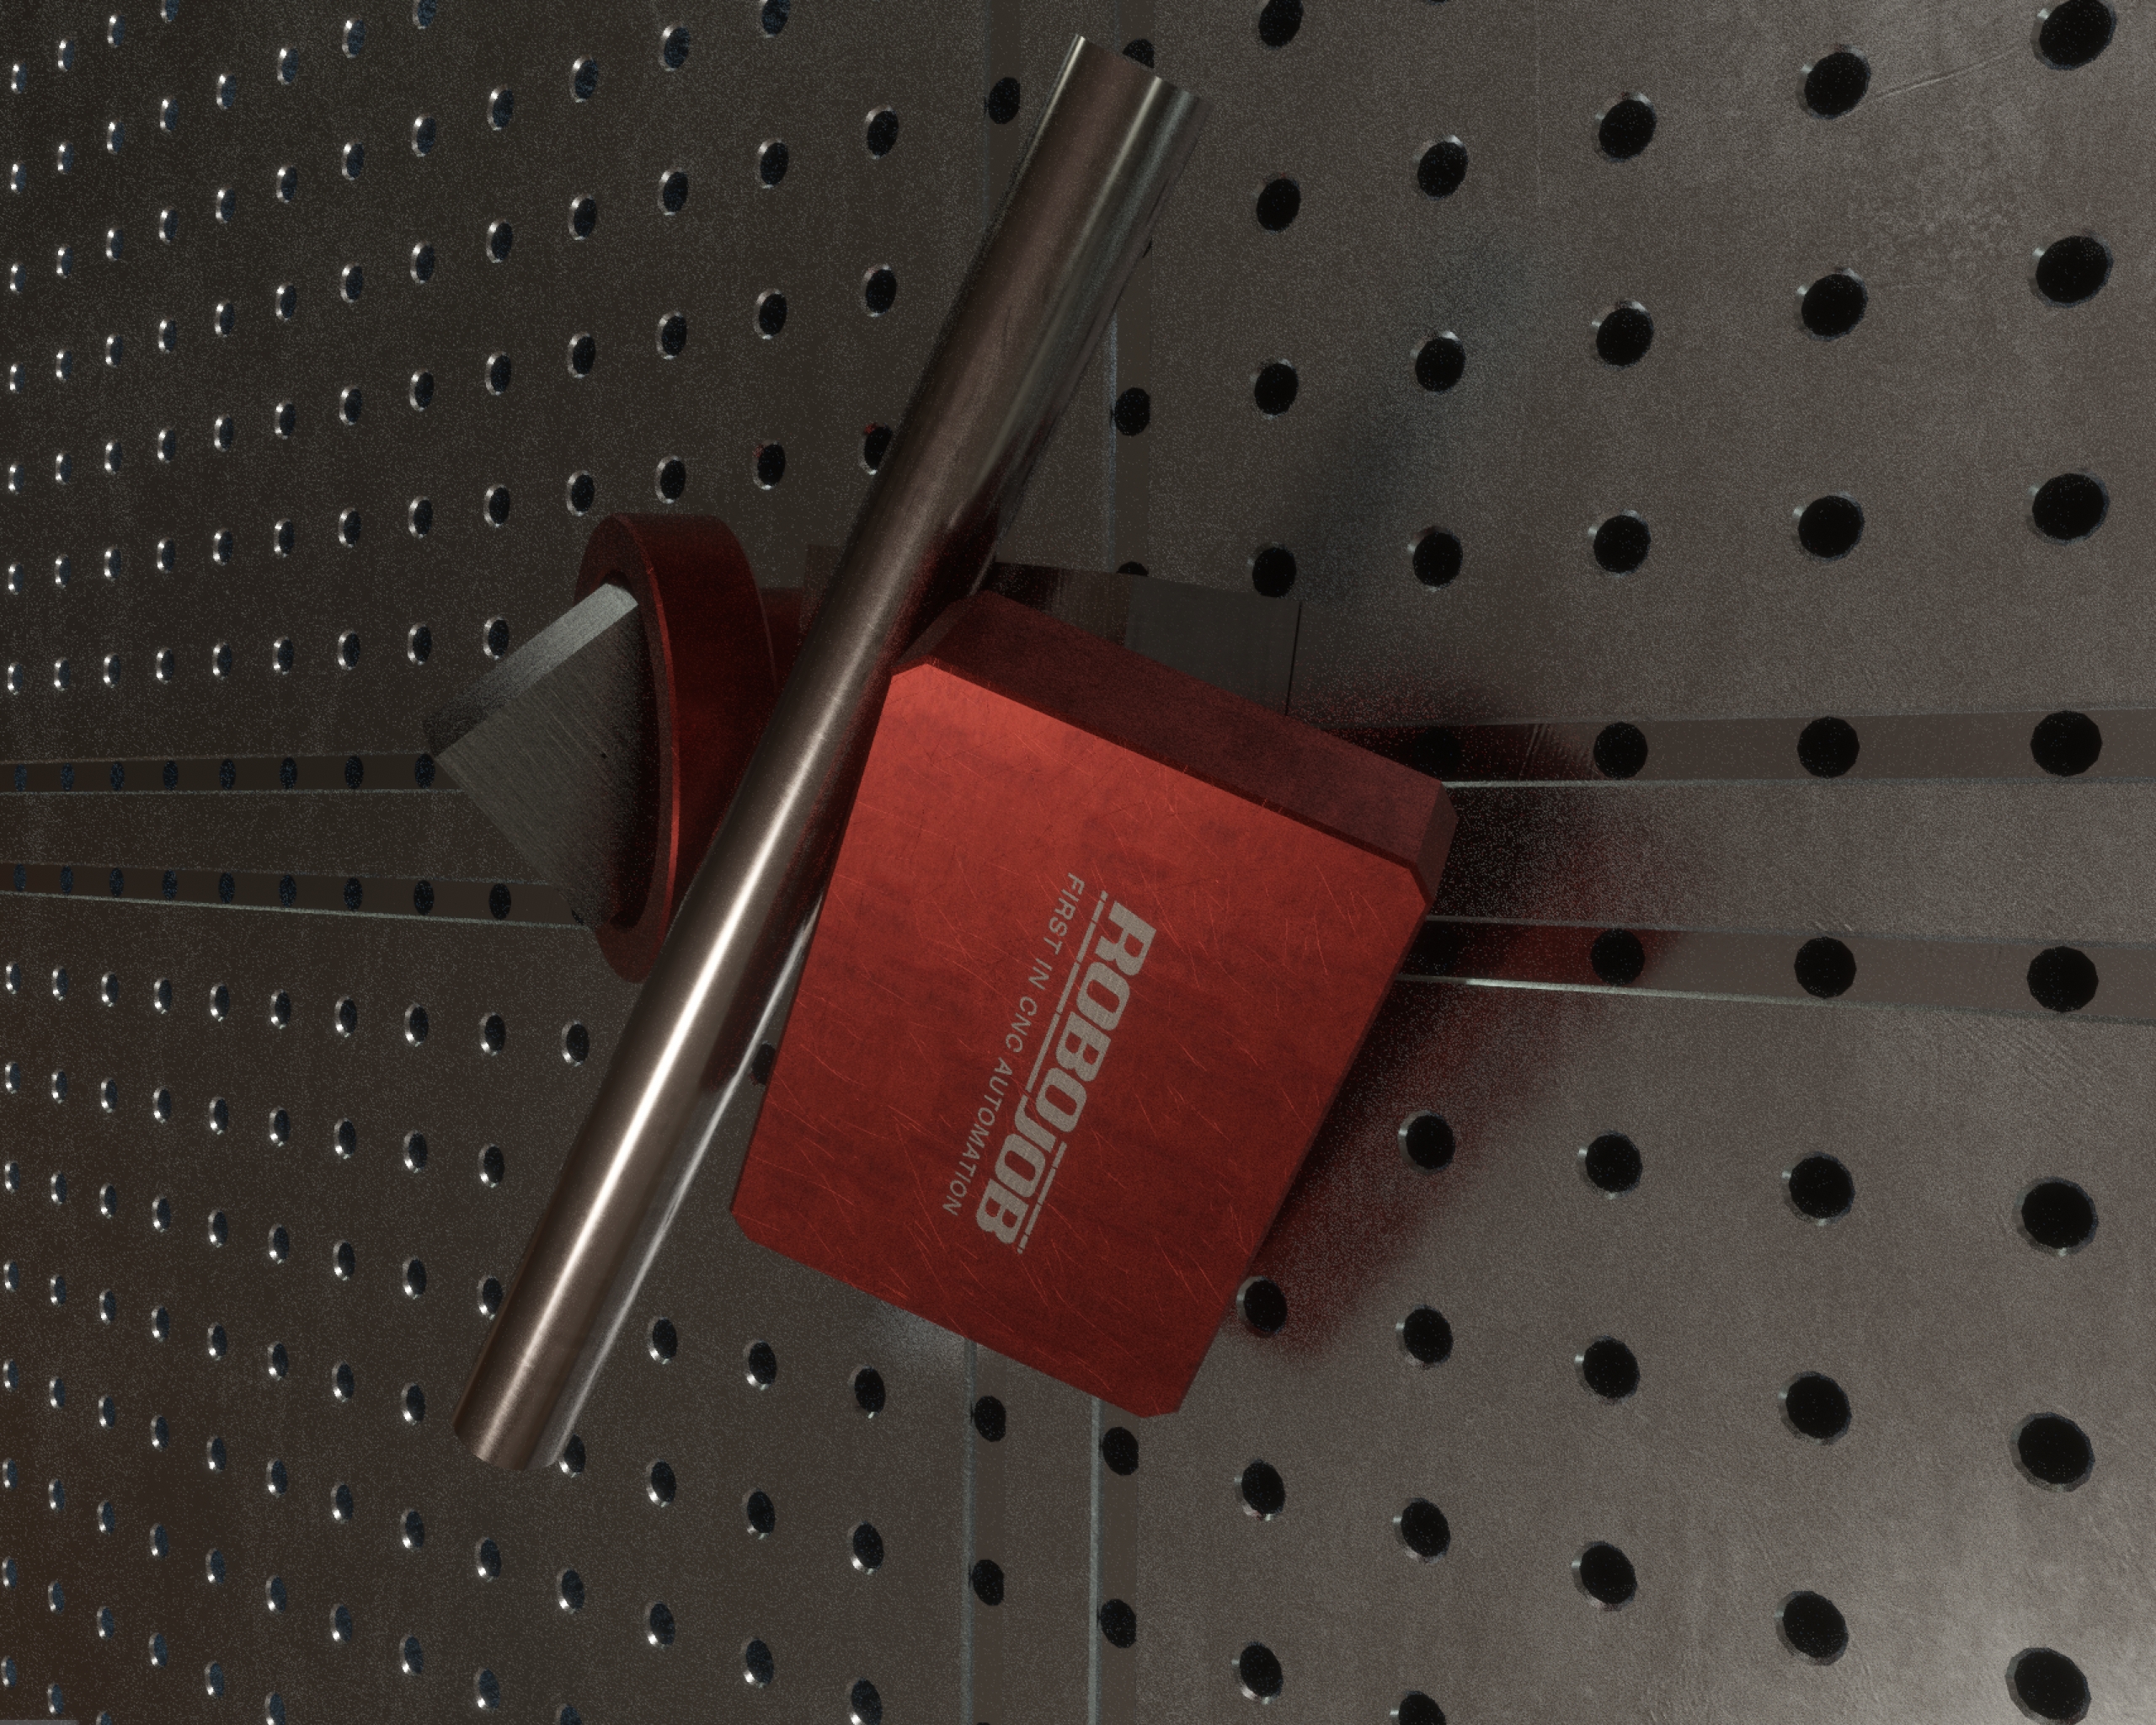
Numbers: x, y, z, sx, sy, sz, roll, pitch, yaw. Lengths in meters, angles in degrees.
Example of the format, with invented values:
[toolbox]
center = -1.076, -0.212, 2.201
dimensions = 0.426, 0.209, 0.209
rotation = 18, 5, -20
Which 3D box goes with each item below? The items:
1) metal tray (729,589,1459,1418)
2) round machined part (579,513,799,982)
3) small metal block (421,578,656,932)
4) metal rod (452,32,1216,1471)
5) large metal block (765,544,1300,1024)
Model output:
[metal tray]
center = -0.001, 0.028, 0.362
dimensions = 0.090, 0.030, 0.129
rotation = 24, 123, 5
[round machined part]
center = -0.077, -0.024, 0.442
dimensions = 0.098, 0.042, 0.097
rotation = 177, 90, -65
[small metal block]
center = -0.099, -0.023, 0.436
dimensions = 0.050, 0.050, 0.025
rotation = -39, 30, -5
[metal rod]
center = -0.054, -0.004, 0.387
dimensions = 0.025, 0.025, 0.298
rotation = 42, 115, 32
[large metal block]
center = -0.010, -0.016, 0.399
dimensions = 0.080, 0.050, 0.079
rotation = 12, 97, 39
